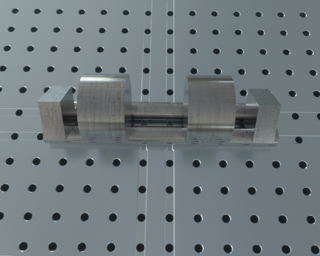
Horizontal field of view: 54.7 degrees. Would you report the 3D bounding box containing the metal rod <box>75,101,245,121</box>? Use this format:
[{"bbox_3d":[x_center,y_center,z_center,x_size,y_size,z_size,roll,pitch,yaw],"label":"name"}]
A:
[{"bbox_3d":[0.004,-0.023,0.420,0.302,0.025,0.025,1,70,0],"label":"metal rod"}]

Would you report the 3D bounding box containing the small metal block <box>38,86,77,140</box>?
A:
[{"bbox_3d":[-0.124,-0.019,0.381,0.025,0.050,0.050,1,28,1],"label":"small metal block"}]

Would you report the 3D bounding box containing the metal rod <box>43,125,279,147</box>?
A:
[{"bbox_3d":[0.001,0.010,0.408,0.302,0.025,0.025,1,70,0],"label":"metal rod"}]

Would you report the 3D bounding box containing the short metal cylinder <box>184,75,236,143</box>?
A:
[{"bbox_3d":[0.056,-0.022,0.368,0.050,0.080,0.080,1,70,0],"label":"short metal cylinder"}]

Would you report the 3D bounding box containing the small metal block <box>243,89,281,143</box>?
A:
[{"bbox_3d":[0.124,-0.016,0.381,0.025,0.050,0.050,0,29,1],"label":"small metal block"}]

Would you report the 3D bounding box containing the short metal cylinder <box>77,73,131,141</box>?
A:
[{"bbox_3d":[-0.063,-0.024,0.368,0.050,0.080,0.080,1,70,0],"label":"short metal cylinder"}]
